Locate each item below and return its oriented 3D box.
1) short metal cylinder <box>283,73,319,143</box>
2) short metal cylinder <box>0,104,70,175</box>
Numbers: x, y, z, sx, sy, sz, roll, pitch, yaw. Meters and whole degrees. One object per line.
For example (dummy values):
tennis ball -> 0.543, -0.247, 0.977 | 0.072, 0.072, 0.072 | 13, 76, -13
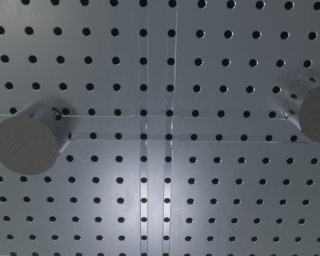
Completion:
short metal cylinder -> 0.206, -0.026, 0.392 | 0.081, 0.050, 0.079 | 0, 110, 0
short metal cylinder -> -0.165, 0.014, 0.404 | 0.081, 0.050, 0.079 | 0, 111, 0
